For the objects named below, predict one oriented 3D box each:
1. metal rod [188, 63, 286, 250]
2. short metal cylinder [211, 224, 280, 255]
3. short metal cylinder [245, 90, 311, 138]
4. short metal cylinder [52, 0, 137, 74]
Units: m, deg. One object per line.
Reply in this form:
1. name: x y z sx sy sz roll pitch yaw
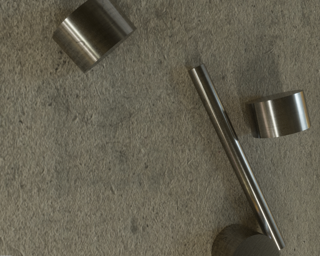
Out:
1. metal rod: 0.115 0.048 0.451 0.025 0.025 0.299 -29 100 -18
2. short metal cylinder: 0.121 0.184 0.441 0.081 0.050 0.080 0 90 -20
3. short metal cylinder: 0.167 -0.020 0.442 0.081 0.080 0.050 -17 96 -19
4. short metal cylinder: -0.073 -0.107 0.353 0.080 0.080 0.050 -44 104 -15
